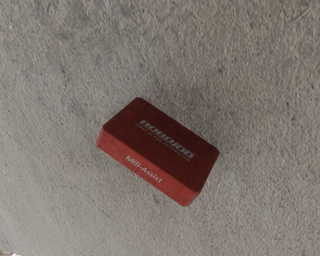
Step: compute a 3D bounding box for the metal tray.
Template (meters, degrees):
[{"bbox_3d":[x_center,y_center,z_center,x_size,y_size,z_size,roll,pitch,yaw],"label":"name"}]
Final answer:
[{"bbox_3d":[0.001,0.024,0.380,0.130,0.090,0.030,34,129,5],"label":"metal tray"}]
